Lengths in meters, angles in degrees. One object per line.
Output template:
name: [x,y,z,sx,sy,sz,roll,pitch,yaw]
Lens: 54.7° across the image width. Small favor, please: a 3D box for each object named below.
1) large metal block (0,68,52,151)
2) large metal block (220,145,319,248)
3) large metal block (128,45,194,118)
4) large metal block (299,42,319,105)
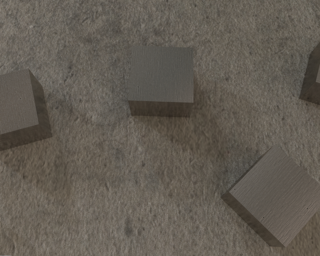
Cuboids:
large metal block: [-0.194,-0.021,0.400,0.081,0.050,0.080,-16,71,-6]
large metal block: [0.133,0.081,0.367,0.080,0.050,0.080,-42,76,-14]
large metal block: [0.002,-0.062,0.417,0.081,0.050,0.080,2,70,0]
large metal block: [0.249,-0.072,0.424,0.080,0.050,0.080,20,71,6]
